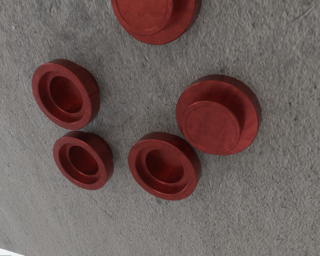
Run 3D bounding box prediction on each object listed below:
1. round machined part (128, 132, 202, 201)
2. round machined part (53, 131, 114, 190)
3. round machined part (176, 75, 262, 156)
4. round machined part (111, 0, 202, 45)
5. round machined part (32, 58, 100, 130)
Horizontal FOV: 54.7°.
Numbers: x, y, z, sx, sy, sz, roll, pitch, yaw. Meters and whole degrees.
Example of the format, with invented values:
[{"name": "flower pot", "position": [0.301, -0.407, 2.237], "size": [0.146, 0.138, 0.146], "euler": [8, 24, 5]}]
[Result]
[{"name": "round machined part", "position": [0.010, 0.047, 0.420], "size": [0.098, 0.042, 0.097], "euler": [13, 124, 21]}, {"name": "round machined part", "position": [-0.114, 0.046, 0.484], "size": [0.098, 0.042, 0.097], "euler": [13, 124, 21]}, {"name": "round machined part", "position": [0.063, -0.008, 0.357], "size": [0.098, 0.042, 0.097], "euler": [13, 124, 21]}, {"name": "round machined part", "position": [-0.010, -0.134, 0.318], "size": [0.098, 0.042, 0.097], "euler": [13, 124, 21]}, {"name": "round machined part", "position": [-0.124, -0.049, 0.431], "size": [0.098, 0.042, 0.097], "euler": [13, 124, 21]}]
